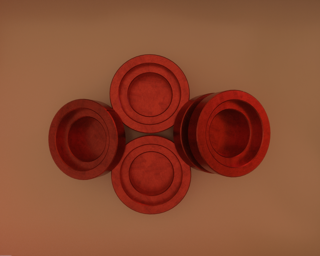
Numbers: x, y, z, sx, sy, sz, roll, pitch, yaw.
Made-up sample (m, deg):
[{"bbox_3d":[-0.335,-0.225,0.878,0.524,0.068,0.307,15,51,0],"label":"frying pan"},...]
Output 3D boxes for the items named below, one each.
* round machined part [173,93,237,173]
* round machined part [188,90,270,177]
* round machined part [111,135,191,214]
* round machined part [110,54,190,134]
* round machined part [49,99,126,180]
[{"bbox_3d":[0.061,0.006,0.391,0.099,0.042,0.097,0,89,-22],"label":"round machined part"},{"bbox_3d":[0.076,0.006,0.363,0.099,0.042,0.097,0,90,-22],"label":"round machined part"},{"bbox_3d":[-0.011,0.057,0.400,0.099,0.042,0.097,0,90,0],"label":"round machined part"},{"bbox_3d":[-0.013,-0.042,0.400,0.099,0.042,0.097,0,90,0],"label":"round machined part"},{"bbox_3d":[-0.087,0.014,0.390,0.098,0.042,0.097,0,90,20],"label":"round machined part"}]
